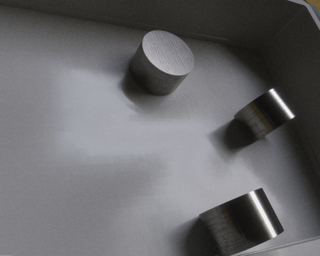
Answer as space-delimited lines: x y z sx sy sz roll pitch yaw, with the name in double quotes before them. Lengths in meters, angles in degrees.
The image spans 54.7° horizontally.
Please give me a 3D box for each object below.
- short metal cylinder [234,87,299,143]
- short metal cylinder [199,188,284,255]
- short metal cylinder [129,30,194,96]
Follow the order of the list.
"short metal cylinder" 0.161 -0.019 0.471 0.081 0.080 0.050 -23 75 -37
"short metal cylinder" 0.092 0.108 0.356 0.081 0.080 0.050 -10 67 -33
"short metal cylinder" 0.002 -0.094 0.450 0.081 0.050 0.080 14 56 -21
